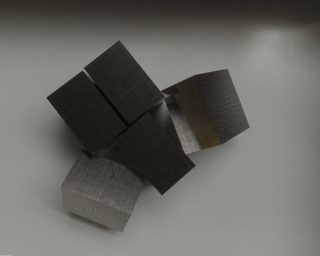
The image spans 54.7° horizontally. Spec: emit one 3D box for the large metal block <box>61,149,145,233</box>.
[{"bbox_3d":[-0.069,0.079,0.375,0.080,0.080,0.050,22,55,-1],"label":"large metal block"}]

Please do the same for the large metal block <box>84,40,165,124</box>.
[{"bbox_3d":[-0.040,-0.051,0.382,0.050,0.080,0.080,-39,91,0],"label":"large metal block"}]

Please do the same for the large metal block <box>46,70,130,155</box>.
[{"bbox_3d":[-0.081,-0.017,0.382,0.050,0.080,0.080,-38,90,0],"label":"large metal block"}]

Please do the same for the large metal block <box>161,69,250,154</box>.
[{"bbox_3d":[0.058,-0.022,0.377,0.050,0.081,0.080,-21,90,40],"label":"large metal block"}]

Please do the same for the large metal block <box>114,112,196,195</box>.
[{"bbox_3d":[-0.006,0.028,0.382,0.050,0.080,0.080,-42,91,0],"label":"large metal block"}]
